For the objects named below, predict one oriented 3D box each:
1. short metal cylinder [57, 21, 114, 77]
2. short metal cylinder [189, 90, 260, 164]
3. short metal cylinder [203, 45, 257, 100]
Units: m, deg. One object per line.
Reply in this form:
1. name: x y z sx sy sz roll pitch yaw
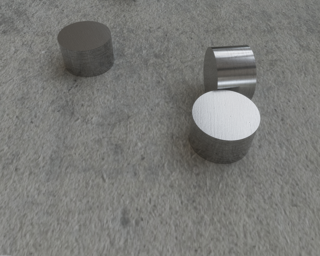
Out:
1. short metal cylinder: -0.116 -0.126 0.491 0.081 0.050 0.080 0 50 0
2. short metal cylinder: 0.079 -0.002 0.389 0.081 0.050 0.080 0 51 0
3. short metal cylinder: 0.094 -0.073 0.430 0.050 0.080 0.080 -5 50 -4
